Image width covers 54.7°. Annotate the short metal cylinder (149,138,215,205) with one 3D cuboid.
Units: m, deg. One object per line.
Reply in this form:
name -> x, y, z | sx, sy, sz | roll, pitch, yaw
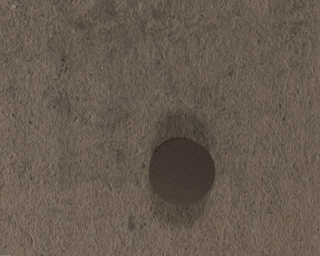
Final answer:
short metal cylinder -> 0.027, 0.053, 0.398 | 0.081, 0.050, 0.079 | 0, 90, -1
